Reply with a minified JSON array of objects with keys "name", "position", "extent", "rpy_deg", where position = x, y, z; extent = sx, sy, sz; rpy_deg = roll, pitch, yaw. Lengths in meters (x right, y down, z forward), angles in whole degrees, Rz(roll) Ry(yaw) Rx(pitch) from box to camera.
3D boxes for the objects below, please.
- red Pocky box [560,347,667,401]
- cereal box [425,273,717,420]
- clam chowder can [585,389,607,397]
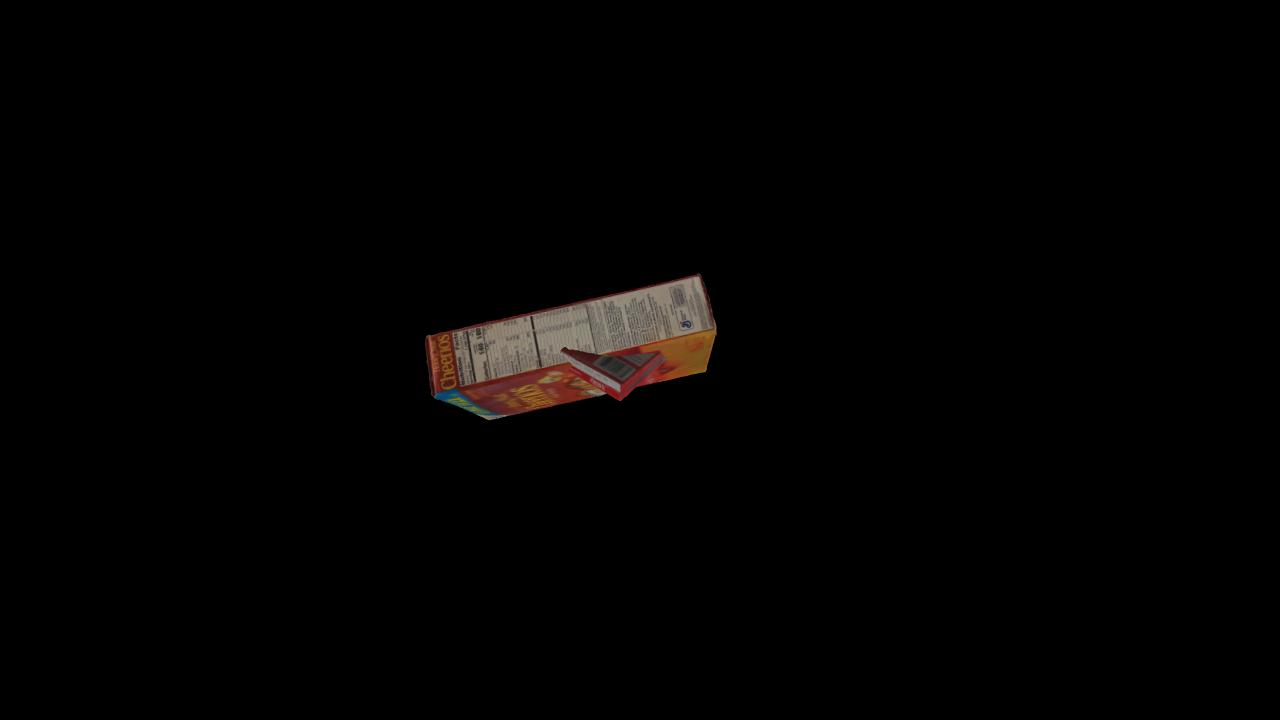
[{"name":"red Pocky box","position":[-0.008,-0.020,0.676],"extent":[0.083,0.028,0.155],"rpy_deg":[28,43,22]},{"name":"cereal box","position":[-0.070,-0.004,0.734],"extent":[0.306,0.081,0.203],"rpy_deg":[-13,-13,-1]},{"name":"clam chowder can","position":[-0.032,-0.008,0.740],"extent":[0.102,0.068,0.068],"rpy_deg":[-39,-23,32]}]
